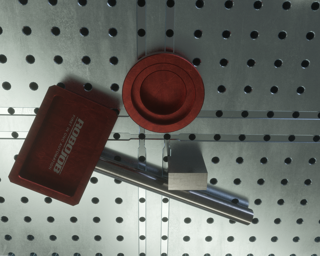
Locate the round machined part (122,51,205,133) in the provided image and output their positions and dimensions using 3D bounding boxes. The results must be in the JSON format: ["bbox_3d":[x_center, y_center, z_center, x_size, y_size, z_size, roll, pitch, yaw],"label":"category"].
[{"bbox_3d":[0.004,-0.046,0.387,0.099,0.042,0.097,0,110,-1],"label":"round machined part"}]

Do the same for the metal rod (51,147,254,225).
[{"bbox_3d":[-0.006,0.080,0.442,0.302,0.025,0.025,21,109,-8],"label":"metal rod"}]

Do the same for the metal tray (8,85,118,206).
[{"bbox_3d":[-0.120,0.022,0.395,0.090,0.030,0.129,24,90,-8],"label":"metal tray"}]

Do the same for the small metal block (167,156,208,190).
[{"bbox_3d":[0.036,0.061,0.423,0.050,0.050,0.025,0,110,-1],"label":"small metal block"}]
